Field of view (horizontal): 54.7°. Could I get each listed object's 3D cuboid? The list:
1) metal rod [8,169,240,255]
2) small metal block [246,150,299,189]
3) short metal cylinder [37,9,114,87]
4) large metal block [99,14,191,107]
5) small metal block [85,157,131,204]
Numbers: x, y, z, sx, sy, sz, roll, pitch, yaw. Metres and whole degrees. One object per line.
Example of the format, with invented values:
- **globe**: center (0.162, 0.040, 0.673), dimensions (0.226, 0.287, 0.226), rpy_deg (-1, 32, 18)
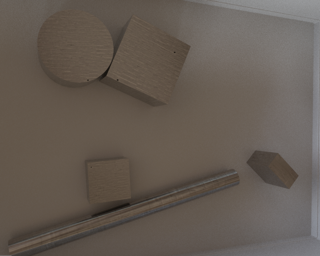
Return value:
- **metal rod**: center (-0.029, 0.105, 0.400), dimensions (0.302, 0.025, 0.025), rpy_deg (-14, 95, -20)
- **small metal block**: center (0.166, 0.061, 0.461), dimensions (0.050, 0.050, 0.025), rpy_deg (44, 76, -15)
- **short metal cylinder**: center (-0.099, -0.090, 0.361), dimensions (0.081, 0.050, 0.079), rpy_deg (0, 90, -20)
- **large metal block**: center (-0.020, -0.081, 0.391), dimensions (0.080, 0.050, 0.080), rpy_deg (24, 82, -19)
- **small metal block**: center (-0.065, 0.064, 0.387), dimensions (0.050, 0.025, 0.050), rpy_deg (-4, 92, -20)
